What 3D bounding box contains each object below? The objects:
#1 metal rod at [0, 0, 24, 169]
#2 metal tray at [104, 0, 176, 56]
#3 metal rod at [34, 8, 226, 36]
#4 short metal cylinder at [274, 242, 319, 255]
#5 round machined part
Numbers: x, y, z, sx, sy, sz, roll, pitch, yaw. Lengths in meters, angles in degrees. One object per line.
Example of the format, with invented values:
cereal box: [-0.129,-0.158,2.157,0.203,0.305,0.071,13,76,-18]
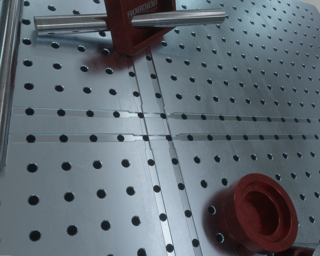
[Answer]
metal rod: [-0.182,-0.096,0.369,0.025,0.025,0.299,6,59,-26]
metal tray: [-0.023,-0.176,0.462,0.030,0.089,0.131,18,44,29]
metal rod: [-0.028,-0.163,0.468,0.303,0.025,0.025,-13,68,-25]
short metal cylinder: [0.180,0.180,0.371,0.081,0.050,0.080,12,68,-32]
round machined part: [0.124,0.111,0.398,0.099,0.042,0.098,14,56,-21]
